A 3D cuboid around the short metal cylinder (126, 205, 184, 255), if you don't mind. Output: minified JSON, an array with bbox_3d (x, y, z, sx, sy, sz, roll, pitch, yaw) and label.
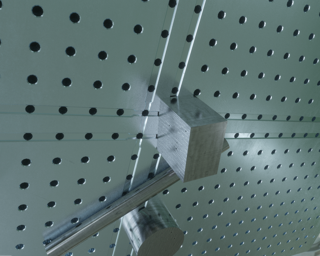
[{"bbox_3d":[-0.008,0.172,0.499,0.081,0.050,0.079,-14,125,-21],"label":"short metal cylinder"}]

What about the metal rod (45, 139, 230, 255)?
[{"bbox_3d":[-0.027,0.098,0.458,0.301,0.025,0.025,-31,129,-9],"label":"metal rod"}]

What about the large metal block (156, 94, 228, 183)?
[{"bbox_3d":[0.037,0.011,0.405,0.050,0.080,0.079,-10,123,-24],"label":"large metal block"}]
